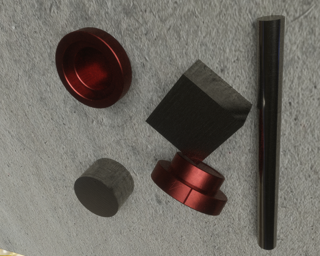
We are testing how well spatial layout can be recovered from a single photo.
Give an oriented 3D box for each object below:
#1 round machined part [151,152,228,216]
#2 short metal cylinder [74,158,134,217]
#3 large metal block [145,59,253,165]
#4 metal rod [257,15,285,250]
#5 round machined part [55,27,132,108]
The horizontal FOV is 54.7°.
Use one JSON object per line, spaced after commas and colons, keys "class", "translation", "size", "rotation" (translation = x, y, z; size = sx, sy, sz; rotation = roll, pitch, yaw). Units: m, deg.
{"class": "round machined part", "translation": [0.041, 0.064, 0.388], "size": [0.098, 0.098, 0.042], "rotation": [29, 95, 9]}
{"class": "short metal cylinder", "translation": [-0.089, 0.095, 0.496], "size": [0.080, 0.050, 0.079], "rotation": [13, 124, 21]}
{"class": "large metal block", "translation": [0.044, -0.017, 0.357], "size": [0.080, 0.050, 0.080], "rotation": [41, 129, 0]}
{"class": "metal rod", "translation": [0.125, 0.028, 0.357], "size": [0.025, 0.025, 0.298], "rotation": [5, 121, 26]}
{"class": "round machined part", "translation": [-0.078, -0.077, 0.389], "size": [0.098, 0.042, 0.097], "rotation": [13, 124, 21]}
